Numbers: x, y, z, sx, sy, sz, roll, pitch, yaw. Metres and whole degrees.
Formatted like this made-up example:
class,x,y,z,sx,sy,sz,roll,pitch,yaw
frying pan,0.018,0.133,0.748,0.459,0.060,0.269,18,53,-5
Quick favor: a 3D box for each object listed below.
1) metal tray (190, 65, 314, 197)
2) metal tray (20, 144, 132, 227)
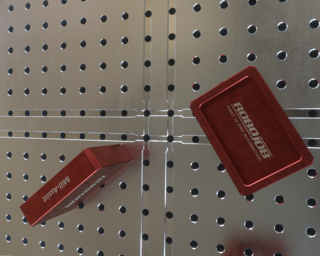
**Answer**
class,x,y,z,sx,sy,sz,roll,pitch,yaw
metal tray,0.107,0.004,0.372,0.090,0.030,0.130,-32,80,17
metal tray,-0.110,0.074,0.417,0.130,0.090,0.030,-40,77,15
